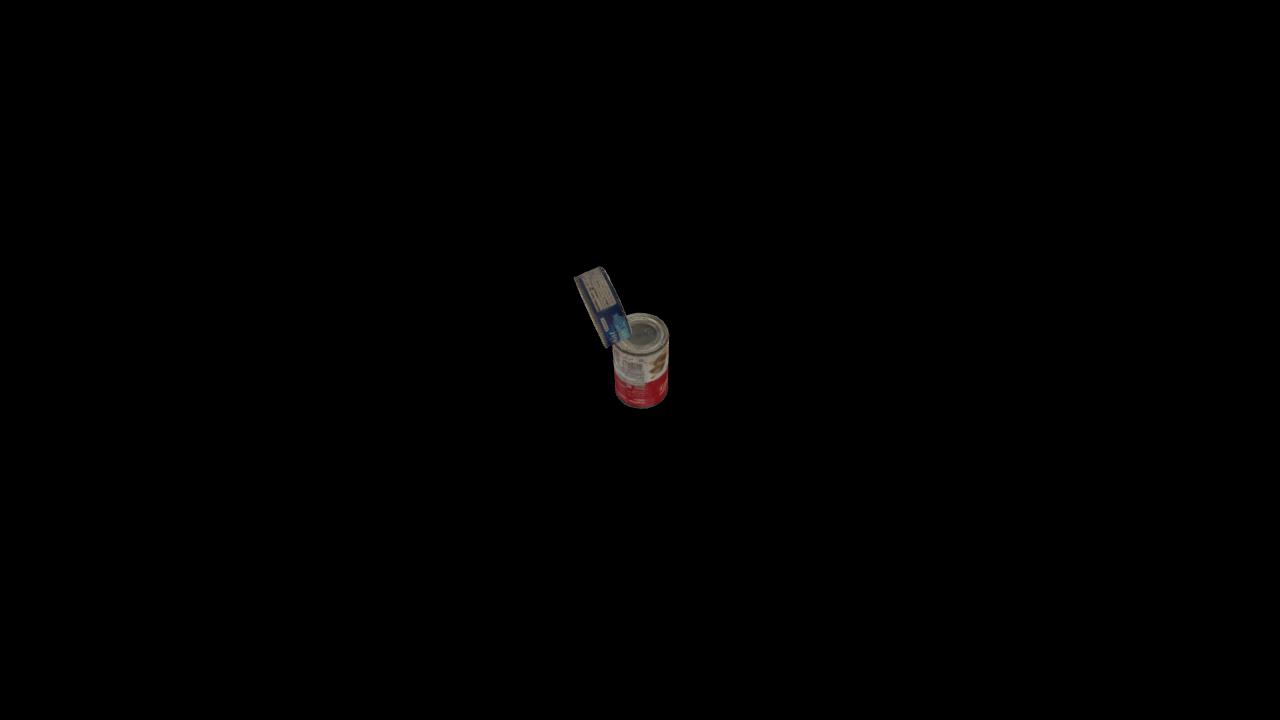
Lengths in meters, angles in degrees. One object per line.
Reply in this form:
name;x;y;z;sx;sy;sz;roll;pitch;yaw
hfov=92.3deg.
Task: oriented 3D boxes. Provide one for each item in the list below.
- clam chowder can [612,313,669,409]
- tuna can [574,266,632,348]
clam chowder can;0.001;0.001;0.735;0.068;0.068;0.102;0;-40;2
tuna can;-0.039;-0.056;0.656;0.034;0.084;0.084;-24;2;-4
